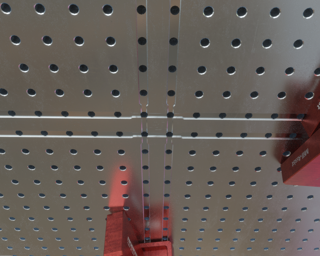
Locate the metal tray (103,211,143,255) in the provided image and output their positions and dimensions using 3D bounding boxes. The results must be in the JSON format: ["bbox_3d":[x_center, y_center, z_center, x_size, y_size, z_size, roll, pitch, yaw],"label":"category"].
[{"bbox_3d":[-0.060,0.223,0.546,0.030,0.090,0.129,-15,122,4],"label":"metal tray"}]

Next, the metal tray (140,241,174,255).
[{"bbox_3d":[-0.038,0.272,0.598,0.131,0.090,0.030,-8,135,6],"label":"metal tray"}]

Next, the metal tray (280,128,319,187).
[{"bbox_3d":[0.233,0.044,0.417,0.091,0.030,0.129,4,151,-2],"label":"metal tray"}]

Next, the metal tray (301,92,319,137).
[{"bbox_3d":[0.247,-0.037,0.378,0.091,0.030,0.129,7,130,-6],"label":"metal tray"}]
